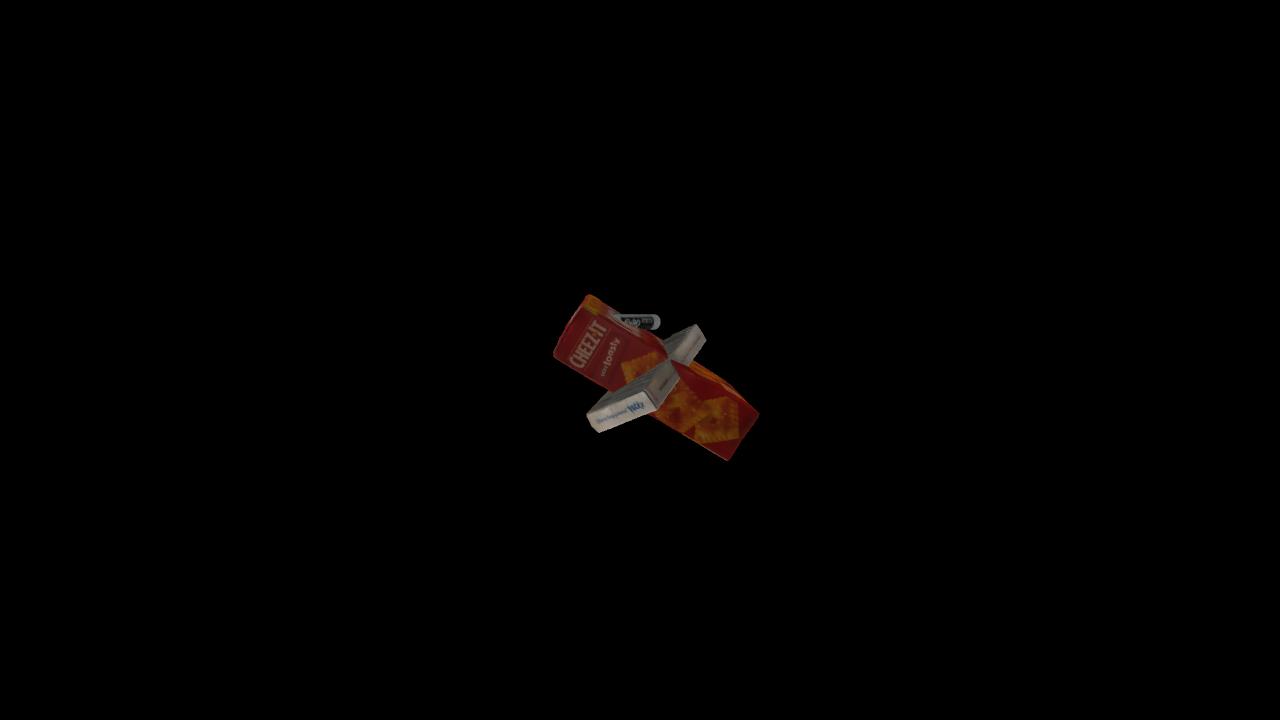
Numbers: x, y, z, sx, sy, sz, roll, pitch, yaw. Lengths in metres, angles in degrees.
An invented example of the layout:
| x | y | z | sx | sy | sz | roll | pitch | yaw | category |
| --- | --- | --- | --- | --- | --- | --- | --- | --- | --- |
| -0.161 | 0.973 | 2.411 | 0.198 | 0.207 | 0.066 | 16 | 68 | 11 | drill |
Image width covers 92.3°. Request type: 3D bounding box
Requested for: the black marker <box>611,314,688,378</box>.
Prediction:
| x | y | z | sx | sy | sz | roll | pitch | yaw | category |
| --- | --- | --- | --- | --- | --- | --- | --- | --- | --- |
| -0.017 | -0.043 | 0.695 | 0.020 | 0.020 | 0.121 | 0 | 3 | 35 | black marker |

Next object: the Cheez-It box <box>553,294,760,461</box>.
| x | y | z | sx | sy | sz | roll | pitch | yaw | category |
| --- | --- | --- | --- | --- | --- | --- | --- | --- | --- |
| 0.014 | 0.013 | 0.712 | 0.223 | 0.071 | 0.166 | 32 | 6 | -7 | Cheez-It box |

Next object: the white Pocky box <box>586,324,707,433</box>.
| x | y | z | sx | sy | sz | roll | pitch | yaw | category |
| --- | --- | --- | --- | --- | --- | --- | --- | --- | --- |
| 0.011 | 0.017 | 0.662 | 0.084 | 0.028 | 0.154 | -26 | 13 | 35 | white Pocky box |
